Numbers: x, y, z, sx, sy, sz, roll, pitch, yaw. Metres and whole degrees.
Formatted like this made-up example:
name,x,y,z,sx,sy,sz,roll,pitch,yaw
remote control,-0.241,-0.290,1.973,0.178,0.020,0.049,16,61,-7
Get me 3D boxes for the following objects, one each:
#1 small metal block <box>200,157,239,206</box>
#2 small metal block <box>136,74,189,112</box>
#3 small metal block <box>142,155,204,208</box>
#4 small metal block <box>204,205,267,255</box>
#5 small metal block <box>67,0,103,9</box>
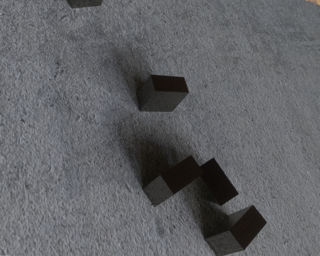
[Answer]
name,x,y,z,sx,sy,sz,roll,pitch,yaw
small metal block,0.068,0.066,0.380,0.025,0.050,0.050,-33,78,-2
small metal block,0.003,-0.045,0.416,0.050,0.050,0.025,-1,62,-29
small metal block,0.015,0.062,0.358,0.050,0.050,0.025,-27,77,-37
small metal block,0.088,0.120,0.361,0.050,0.050,0.025,-30,79,-38
small metal block,-0.120,-0.211,0.468,0.050,0.025,0.050,-23,74,-36
